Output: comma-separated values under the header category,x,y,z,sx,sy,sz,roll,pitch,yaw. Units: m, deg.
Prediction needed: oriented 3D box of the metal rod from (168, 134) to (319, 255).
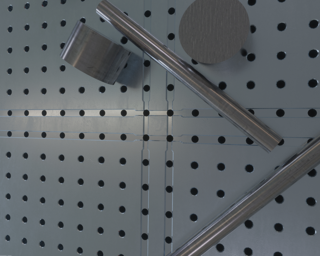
category,x,y,z,sx,sy,sz,roll,pitch,yaw
metal rod,0.087,0.113,0.381,0.299,0.025,0.025,-44,77,14

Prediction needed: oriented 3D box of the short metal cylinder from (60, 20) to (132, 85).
category,x,y,z,sx,sy,sz,roll,pitch,yaw
short metal cylinder,-0.084,-0.100,0.413,0.080,0.080,0.050,35,101,16

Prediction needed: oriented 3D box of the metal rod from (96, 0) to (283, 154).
category,x,y,z,sx,sy,sz,roll,pitch,yaw
metal rod,0.027,-0.075,0.402,0.300,0.025,0.025,42,103,15

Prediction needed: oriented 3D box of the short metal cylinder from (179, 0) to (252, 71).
category,x,y,z,sx,sy,sz,roll,pitch,yaw
short metal cylinder,0.069,-0.113,0.375,0.080,0.050,0.080,0,90,20
